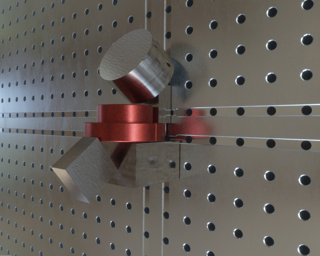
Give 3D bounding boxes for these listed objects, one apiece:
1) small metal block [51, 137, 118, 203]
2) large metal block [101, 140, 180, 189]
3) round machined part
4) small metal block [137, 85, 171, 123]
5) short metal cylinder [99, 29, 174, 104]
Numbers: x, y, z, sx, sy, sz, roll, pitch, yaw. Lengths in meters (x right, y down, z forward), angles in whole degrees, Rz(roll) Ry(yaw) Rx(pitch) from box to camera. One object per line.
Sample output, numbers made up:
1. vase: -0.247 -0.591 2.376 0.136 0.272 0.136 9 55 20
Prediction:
1. small metal block: -0.081 0.045 0.339 0.025 0.050 0.050 2 129 39
2. large metal block: -0.031 0.041 0.396 0.080 0.081 0.050 1 91 39
3. round machined part: -0.043 -0.007 0.381 0.098 0.099 0.042 1 91 39
4. small metal block: -0.013 -0.032 0.417 0.050 0.025 0.050 1 91 39
5. short metal cylinder: -0.029 -0.078 0.393 0.080 0.050 0.080 -21 49 26
